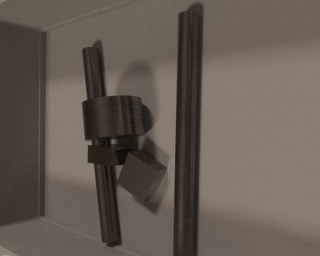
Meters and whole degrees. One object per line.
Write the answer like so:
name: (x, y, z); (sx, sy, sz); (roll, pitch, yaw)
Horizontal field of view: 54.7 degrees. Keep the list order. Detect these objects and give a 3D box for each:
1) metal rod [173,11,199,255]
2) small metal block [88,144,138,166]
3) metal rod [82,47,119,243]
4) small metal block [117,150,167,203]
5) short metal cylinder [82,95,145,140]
metal rod: (0.032, 0.011, 0.378); (0.025, 0.025, 0.298); (2, 91, 39)
small metal block: (-0.067, 0.037, 0.444); (0.050, 0.050, 0.025); (2, 91, 40)
metal rod: (-0.093, 0.022, 0.480); (0.025, 0.025, 0.298); (-12, 82, 39)
small metal block: (-0.025, 0.064, 0.421); (0.050, 0.025, 0.050); (31, 109, 26)
short metal cylinder: (-0.063, -0.011, 0.421); (0.080, 0.081, 0.050); (-10, 84, 39)
